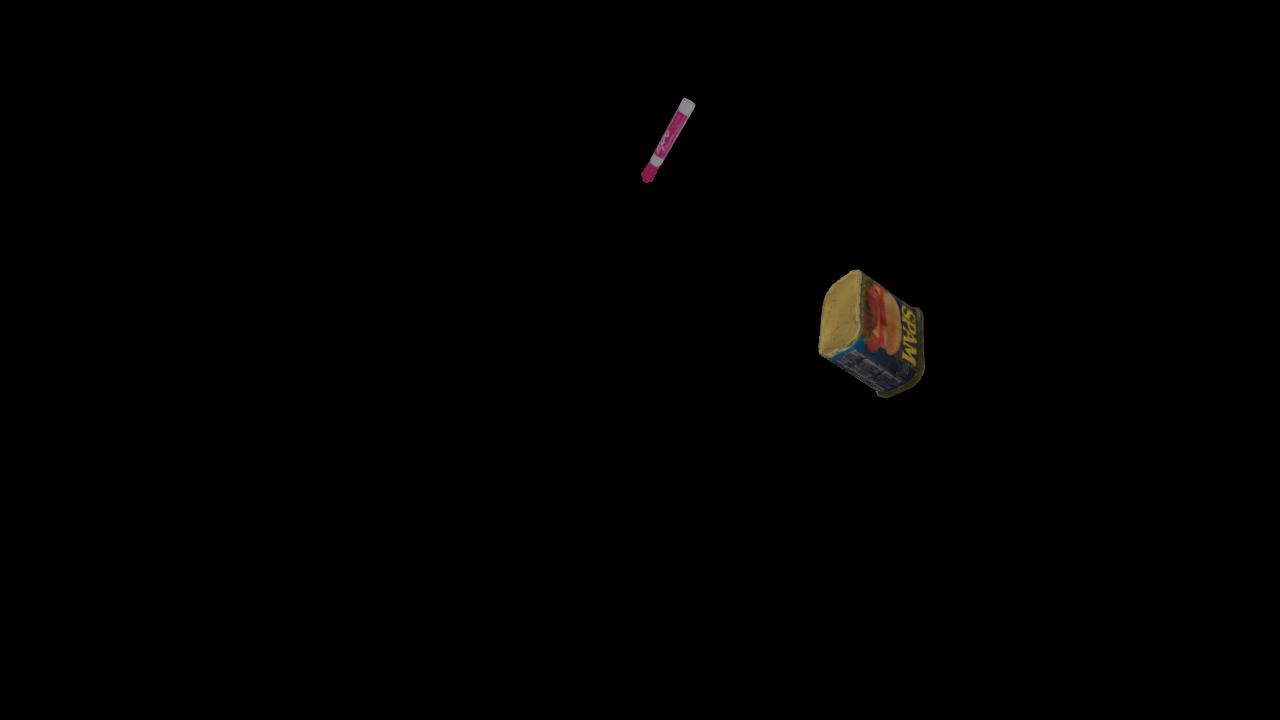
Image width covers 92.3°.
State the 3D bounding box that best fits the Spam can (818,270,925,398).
[{"bbox_3d":[0.226,-0.027,0.604,0.085,0.101,0.058,29,-37,-17],"label":"Spam can"}]

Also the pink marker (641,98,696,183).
[{"bbox_3d":[0.035,-0.288,0.818,0.020,0.020,0.121,0,-43,-40],"label":"pink marker"}]
